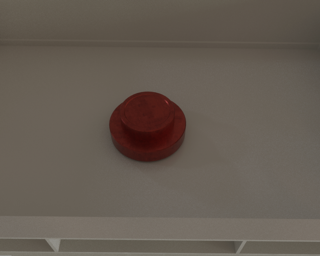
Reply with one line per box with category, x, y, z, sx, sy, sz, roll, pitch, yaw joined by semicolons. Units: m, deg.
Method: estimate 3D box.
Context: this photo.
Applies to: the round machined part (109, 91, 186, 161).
round machined part;-0.016;-0.009;0.397;0.099;0.042;0.098;0;50;0
